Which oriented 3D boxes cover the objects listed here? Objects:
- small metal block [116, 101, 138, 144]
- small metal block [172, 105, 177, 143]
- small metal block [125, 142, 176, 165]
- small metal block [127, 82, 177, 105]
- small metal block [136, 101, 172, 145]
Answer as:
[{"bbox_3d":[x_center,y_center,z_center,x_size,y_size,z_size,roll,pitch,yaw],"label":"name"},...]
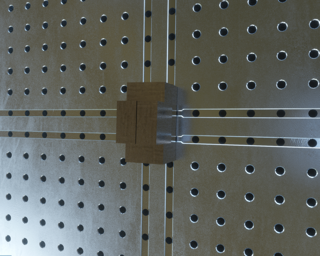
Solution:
[{"bbox_3d":[-0.031,-0.007,0.384,0.025,0.050,0.050,2,91,20],"label":"small metal block"},{"bbox_3d":[-0.006,-0.007,0.415,0.050,0.025,0.050,2,91,21],"label":"small metal block"},{"bbox_3d":[-0.011,0.031,0.403,0.050,0.050,0.025,2,91,20],"label":"small metal block"},{"bbox_3d":[-0.009,-0.044,0.402,0.050,0.050,0.025,2,91,20],"label":"small metal block"},{"bbox_3d":[-0.006,-0.006,0.375,0.025,0.050,0.050,2,91,21],"label":"small metal block"}]
